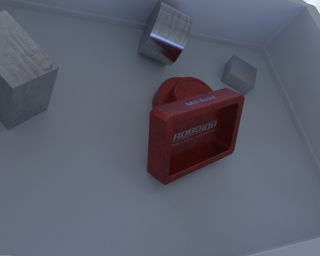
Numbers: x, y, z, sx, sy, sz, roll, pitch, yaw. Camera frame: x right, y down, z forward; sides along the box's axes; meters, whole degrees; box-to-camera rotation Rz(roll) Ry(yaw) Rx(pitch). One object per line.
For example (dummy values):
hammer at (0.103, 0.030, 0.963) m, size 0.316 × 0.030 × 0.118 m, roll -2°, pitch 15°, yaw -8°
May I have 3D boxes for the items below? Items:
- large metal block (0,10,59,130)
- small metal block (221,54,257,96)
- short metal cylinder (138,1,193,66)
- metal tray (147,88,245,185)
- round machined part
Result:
large metal block at (-0.158, -0.057, 0.321) m, size 0.080 × 0.080 × 0.050 m, roll 47°, pitch 51°, yaw 4°
small metal block at (0.138, -0.092, 0.539) m, size 0.050 × 0.025 × 0.050 m, roll 29°, pitch 52°, yaw -10°
short metal cylinder at (0.007, -0.140, 0.461) m, size 0.050 × 0.080 × 0.080 m, roll 20°, pitch 54°, yaw -17°
metal tray at (0.046, 0.007, 0.386) m, size 0.131 × 0.089 × 0.030 m, roll -18°, pitch 35°, yaw -35°
round machined part at (0.042, -0.033, 0.440) m, size 0.099 × 0.042 × 0.098 m, roll 14°, pitch 56°, yaw -21°
